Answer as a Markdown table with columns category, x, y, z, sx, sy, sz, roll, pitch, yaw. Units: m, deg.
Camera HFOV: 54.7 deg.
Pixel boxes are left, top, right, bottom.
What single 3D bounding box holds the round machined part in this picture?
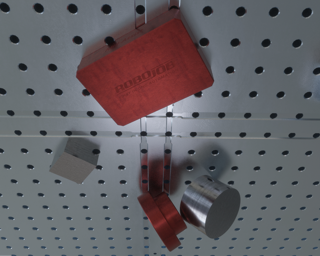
| category | x | y | z | sx | sy | sz | roll | pitch | yaw |
| --- | --- | --- | --- | --- | --- | --- | --- | --- | --- |
| round machined part | 0.007 | 0.140 | 0.491 | 0.042 | 0.098 | 0.098 | -32 | 128 | -8 |

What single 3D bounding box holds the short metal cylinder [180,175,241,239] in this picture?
| category | x | y | z | sx | sy | sz | roll | pitch | yaw |
| --- | --- | --- | --- | --- | --- | --- | --- | --- | --- |
| short metal cylinder | 0.077 | 0.118 | 0.470 | 0.081 | 0.050 | 0.079 | -17 | 117 | -37 |

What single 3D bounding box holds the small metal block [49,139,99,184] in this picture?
| category | x | y | z | sx | sy | sz | roll | pitch | yaw |
| --- | --- | --- | --- | --- | --- | --- | --- | --- | --- |
| small metal block | -0.125 | 0.050 | 0.454 | 0.050 | 0.025 | 0.050 | 29 | 124 | -23 |

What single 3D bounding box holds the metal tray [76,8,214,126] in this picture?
| category | x | y | z | sx | sy | sz | roll | pitch | yaw |
| --- | --- | --- | --- | --- | --- | --- | --- | --- | --- |
| metal tray | -0.016 | -0.063 | 0.354 | 0.130 | 0.030 | 0.090 | -24 | 127 | 18 |
